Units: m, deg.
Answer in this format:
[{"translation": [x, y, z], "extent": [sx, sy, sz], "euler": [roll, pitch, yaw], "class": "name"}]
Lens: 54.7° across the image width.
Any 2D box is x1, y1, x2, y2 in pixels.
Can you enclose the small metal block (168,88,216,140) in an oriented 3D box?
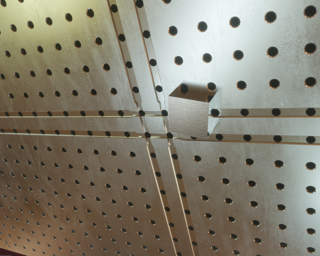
[{"translation": [0.038, -0.018, 0.379], "extent": [0.050, 0.025, 0.050], "euler": [12, 123, 21], "class": "small metal block"}]
